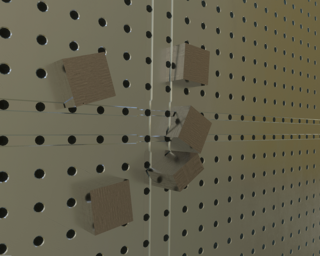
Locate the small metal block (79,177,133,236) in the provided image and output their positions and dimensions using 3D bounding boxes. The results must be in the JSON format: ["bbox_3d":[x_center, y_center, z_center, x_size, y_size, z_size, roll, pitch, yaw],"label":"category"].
[{"bbox_3d":[-0.061,0.088,0.357,0.050,0.025,0.050,-9,96,-39],"label":"small metal block"}]

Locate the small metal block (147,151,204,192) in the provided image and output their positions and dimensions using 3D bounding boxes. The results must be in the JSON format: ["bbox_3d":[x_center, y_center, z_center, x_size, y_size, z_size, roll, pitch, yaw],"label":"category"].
[{"bbox_3d":[0.021,0.055,0.409,0.050,0.050,0.025,-37,113,-34],"label":"small metal block"}]

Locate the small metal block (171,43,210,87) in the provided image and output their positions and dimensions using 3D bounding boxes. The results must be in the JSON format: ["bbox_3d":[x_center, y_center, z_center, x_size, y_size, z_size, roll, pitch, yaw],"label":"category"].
[{"bbox_3d":[0.044,-0.089,0.445,0.050,0.025,0.050,6,86,-40],"label":"small metal block"}]

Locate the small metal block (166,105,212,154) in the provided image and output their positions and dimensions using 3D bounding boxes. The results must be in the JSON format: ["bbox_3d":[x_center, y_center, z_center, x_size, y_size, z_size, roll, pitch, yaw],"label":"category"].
[{"bbox_3d":[0.042,0.003,0.443,0.050,0.025,0.050,36,68,-34],"label":"small metal block"}]

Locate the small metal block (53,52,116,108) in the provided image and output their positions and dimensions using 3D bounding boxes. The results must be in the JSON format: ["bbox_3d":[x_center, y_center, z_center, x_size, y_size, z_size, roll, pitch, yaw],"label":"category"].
[{"bbox_3d":[-0.082,-0.053,0.340,0.050,0.025,0.050,-22,104,-38],"label":"small metal block"}]
